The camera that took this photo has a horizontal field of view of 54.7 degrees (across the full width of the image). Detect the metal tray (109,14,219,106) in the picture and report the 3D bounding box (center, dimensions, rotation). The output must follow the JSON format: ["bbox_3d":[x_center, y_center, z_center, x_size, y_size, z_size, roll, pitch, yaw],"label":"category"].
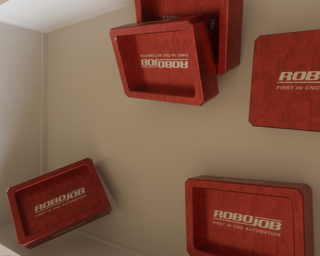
[{"bbox_3d":[0.002,-0.078,0.363,0.130,0.030,0.089,11,123,43],"label":"metal tray"}]

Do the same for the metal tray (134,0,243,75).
[{"bbox_3d":[0.029,-0.118,0.357,0.130,0.030,0.089,21,128,38],"label":"metal tray"}]

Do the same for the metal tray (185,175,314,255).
[{"bbox_3d":[0.089,0.101,0.329,0.130,0.030,0.089,-2,89,40],"label":"metal tray"}]

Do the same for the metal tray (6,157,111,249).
[{"bbox_3d":[-0.150,0.110,0.464,0.030,0.131,0.090,95,150,-59],"label":"metal tray"}]

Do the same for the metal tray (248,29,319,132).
[{"bbox_3d":[0.151,-0.041,0.279,0.130,0.030,0.089,6,94,39],"label":"metal tray"}]
